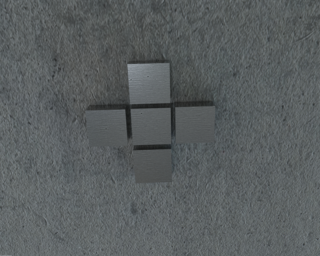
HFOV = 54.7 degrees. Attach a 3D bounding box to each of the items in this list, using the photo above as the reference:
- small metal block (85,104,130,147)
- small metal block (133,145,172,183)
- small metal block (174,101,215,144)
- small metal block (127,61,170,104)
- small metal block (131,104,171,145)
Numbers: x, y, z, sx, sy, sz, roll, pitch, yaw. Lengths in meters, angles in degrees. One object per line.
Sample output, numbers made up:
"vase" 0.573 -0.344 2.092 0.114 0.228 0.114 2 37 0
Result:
"small metal block" -0.068 -0.004 0.409 0.050 0.025 0.050 -2 110 0
"small metal block" -0.009 0.048 0.429 0.050 0.025 0.050 -2 110 0
"small metal block" 0.045 -0.008 0.409 0.050 0.025 0.050 -2 110 0
"small metal block" -0.013 -0.058 0.390 0.050 0.025 0.050 -2 110 0
"small metal block" -0.011 -0.006 0.409 0.050 0.025 0.050 -2 110 0
